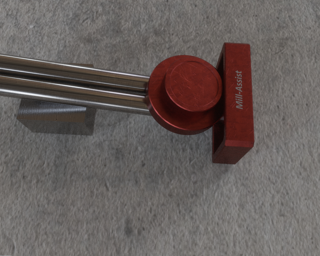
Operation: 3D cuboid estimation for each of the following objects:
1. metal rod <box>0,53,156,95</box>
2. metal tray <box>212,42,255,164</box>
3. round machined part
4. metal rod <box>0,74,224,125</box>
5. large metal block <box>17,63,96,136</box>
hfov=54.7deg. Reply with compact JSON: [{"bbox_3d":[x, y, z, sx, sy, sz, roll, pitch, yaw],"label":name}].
[{"bbox_3d":[-0.064,-0.060,0.382,0.302,0.025,0.025,7,70,-12],"label":"metal rod"},{"bbox_3d":[0.087,-0.028,0.385,0.030,0.090,0.130,3,70,1],"label":"metal tray"},{"bbox_3d":[0.035,-0.044,0.365,0.099,0.042,0.098,3,72,-11],"label":"round machined part"},{"bbox_3d":[-0.066,-0.034,0.373,0.302,0.025,0.025,7,70,-11],"label":"metal rod"},{"bbox_3d":[-0.128,-0.038,0.404,0.081,0.050,0.080,3,70,1],"label":"large metal block"}]
